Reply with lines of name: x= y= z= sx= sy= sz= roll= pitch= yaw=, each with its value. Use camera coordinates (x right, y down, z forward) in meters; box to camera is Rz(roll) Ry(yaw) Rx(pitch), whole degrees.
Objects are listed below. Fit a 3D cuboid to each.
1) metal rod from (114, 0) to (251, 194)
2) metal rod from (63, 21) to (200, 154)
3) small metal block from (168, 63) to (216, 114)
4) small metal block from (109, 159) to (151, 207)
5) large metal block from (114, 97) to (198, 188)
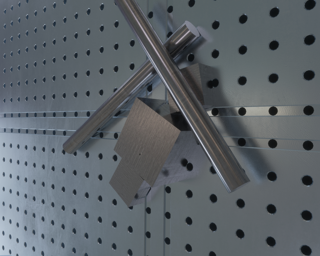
metal rod: x=0.013 y=-0.063 z=0.365 sx=0.025 sy=0.025 sz=0.299 roll=-42 pitch=65 yaw=32
metal rod: x=-0.059 y=-0.043 z=0.457 sx=0.299 sy=0.025 sz=0.025 roll=-38 pitch=67 yaw=33
small metal block: x=0.036 y=-0.047 z=0.379 sx=0.050 sy=0.025 sz=0.050 roll=-13 pitch=82 yaw=39
small metal block: x=-0.040 y=0.075 z=0.443 sx=0.050 sy=0.025 sz=0.050 roll=43 pitch=116 yaw=31
large metal block: x=-0.003 y=0.016 z=0.396 sx=0.080 sy=0.050 sz=0.079 roll=39 pitch=114 yaw=33
